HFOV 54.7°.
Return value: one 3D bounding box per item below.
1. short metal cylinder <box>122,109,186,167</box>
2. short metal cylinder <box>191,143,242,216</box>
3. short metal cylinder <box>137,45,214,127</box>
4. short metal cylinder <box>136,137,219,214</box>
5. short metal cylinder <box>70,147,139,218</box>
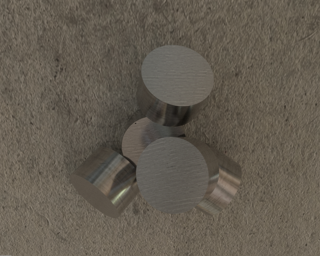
[{"bbox_3d":[-0.007,0.015,0.403,0.081,0.050,0.079,0,110,-1],"label":"short metal cylinder"},{"bbox_3d":[0.060,0.067,0.406,0.050,0.080,0.080,33,107,-12],"label":"short metal cylinder"},{"bbox_3d":[0.016,-0.048,0.357,0.080,0.080,0.050,13,153,-5],"label":"short metal cylinder"},{"bbox_3d":[0.021,0.050,0.345,0.080,0.050,0.080,-1,88,22],"label":"short metal cylinder"},{"bbox_3d":[-0.069,0.071,0.401,0.080,0.050,0.080,27,146,21],"label":"short metal cylinder"}]
